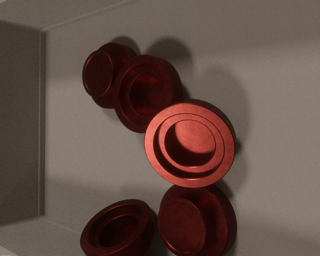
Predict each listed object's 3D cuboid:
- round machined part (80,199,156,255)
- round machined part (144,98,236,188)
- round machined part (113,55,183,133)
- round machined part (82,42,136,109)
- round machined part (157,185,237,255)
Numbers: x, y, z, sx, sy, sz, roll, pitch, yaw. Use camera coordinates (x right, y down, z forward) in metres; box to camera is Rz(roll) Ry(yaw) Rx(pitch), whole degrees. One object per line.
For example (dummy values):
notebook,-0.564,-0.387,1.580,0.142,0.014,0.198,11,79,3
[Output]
round machined part,-0.051,0.143,0.409,0.098,0.099,0.042,-2,120,39
round machined part,0.035,0.014,0.348,0.098,0.042,0.097,5,110,15
round machined part,-0.011,-0.043,0.401,0.098,0.042,0.097,2,93,36
round machined part,-0.077,-0.077,0.457,0.098,0.042,0.097,0,90,39
round machined part,0.036,0.112,0.365,0.098,0.042,0.097,0,90,39
